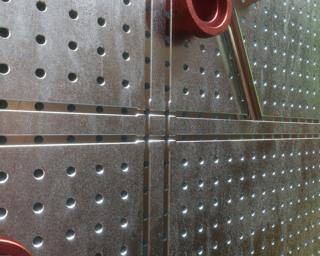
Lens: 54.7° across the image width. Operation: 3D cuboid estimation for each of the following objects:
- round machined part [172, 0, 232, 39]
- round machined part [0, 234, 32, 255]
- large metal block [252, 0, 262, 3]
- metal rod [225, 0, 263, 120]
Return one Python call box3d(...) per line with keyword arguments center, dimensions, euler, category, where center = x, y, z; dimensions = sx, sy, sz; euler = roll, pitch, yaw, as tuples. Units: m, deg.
box3d(center=(0.056, -0.178, 0.445), dimensions=(0.099, 0.042, 0.097), euler=(0, 90, -40), category="round machined part")
box3d(center=(-0.159, 0.140, 0.265), dimensions=(0.099, 0.042, 0.097), euler=(0, 90, -40), category="round machined part")
box3d(center=(0.178, -0.284, 0.541), dimensions=(0.080, 0.050, 0.080), euler=(38, 67, -34), category="large metal block")
box3d(center=(0.122, -0.154, 0.510), dimensions=(0.025, 0.025, 0.298), euler=(-31, 110, -36), category="metal rod")
